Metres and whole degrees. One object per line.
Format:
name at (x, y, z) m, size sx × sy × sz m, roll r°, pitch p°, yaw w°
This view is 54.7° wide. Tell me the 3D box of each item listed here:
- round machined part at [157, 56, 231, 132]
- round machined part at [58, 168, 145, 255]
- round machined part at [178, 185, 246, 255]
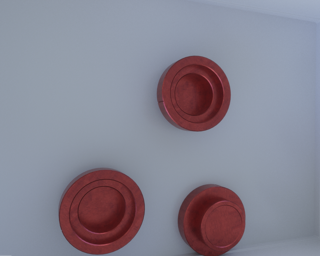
round machined part at (0.042, -0.044, 0.417) m, size 0.099 × 0.042 × 0.097 m, roll 0°, pitch 90°, yaw -20°
round machined part at (-0.072, 0.097, 0.375) m, size 0.099 × 0.042 × 0.097 m, roll 0°, pitch 90°, yaw -20°
round machined part at (0.078, 0.130, 0.430) m, size 0.099 × 0.042 × 0.097 m, roll 0°, pitch 90°, yaw -20°
